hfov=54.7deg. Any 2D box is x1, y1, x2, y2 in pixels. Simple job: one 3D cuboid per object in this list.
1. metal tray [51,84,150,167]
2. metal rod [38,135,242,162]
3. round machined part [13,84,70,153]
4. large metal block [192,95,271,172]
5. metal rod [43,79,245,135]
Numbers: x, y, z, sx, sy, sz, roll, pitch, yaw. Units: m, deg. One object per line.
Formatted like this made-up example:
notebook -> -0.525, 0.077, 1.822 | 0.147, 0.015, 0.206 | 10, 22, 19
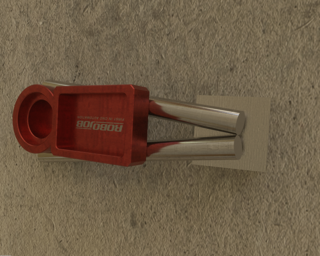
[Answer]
metal tray -> -0.077, -0.006, 0.378 | 0.130, 0.030, 0.089 | 4, 91, 32
metal rod -> -0.048, 0.030, 0.392 | 0.300, 0.025, 0.025 | -5, 89, 32
round machined part -> -0.165, -0.013, 0.452 | 0.098, 0.042, 0.097 | 0, 89, 30
large metal block -> 0.086, 0.005, 0.365 | 0.080, 0.050, 0.079 | 4, 91, 19
metal rod -> -0.044, -0.033, 0.390 | 0.300, 0.025, 0.025 | 13, 94, 32
